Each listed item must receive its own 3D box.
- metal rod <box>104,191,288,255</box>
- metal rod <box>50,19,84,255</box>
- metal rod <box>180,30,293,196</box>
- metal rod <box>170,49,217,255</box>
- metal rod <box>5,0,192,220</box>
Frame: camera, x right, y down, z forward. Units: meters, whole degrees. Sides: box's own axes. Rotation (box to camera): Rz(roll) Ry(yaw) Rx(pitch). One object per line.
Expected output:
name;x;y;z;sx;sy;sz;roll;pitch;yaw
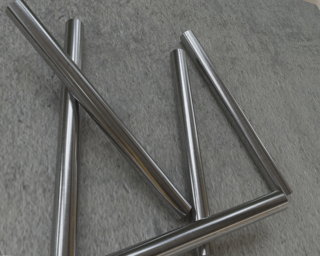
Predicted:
metal rod;0.014;0.118;0.315;0.303;0.025;0.025;-12;68;-25
metal rod;-0.103;-0.010;0.355;0.025;0.025;0.299;8;58;-25
metal rod;0.112;-0.030;0.484;0.025;0.025;0.299;-16;70;-35
metal rod;0.040;0.013;0.418;0.025;0.025;0.299;9;58;-24
metal rod;-0.067;-0.018;0.353;0.300;0.025;0.025;51;51;-3
